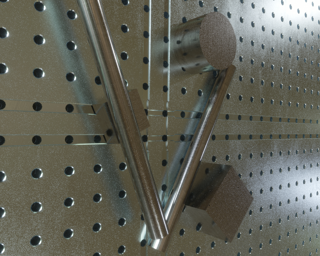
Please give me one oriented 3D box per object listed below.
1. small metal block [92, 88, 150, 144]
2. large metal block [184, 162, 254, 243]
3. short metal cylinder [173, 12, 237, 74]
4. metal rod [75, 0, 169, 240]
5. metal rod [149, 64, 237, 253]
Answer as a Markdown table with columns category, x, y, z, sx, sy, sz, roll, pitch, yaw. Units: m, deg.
| category | x | y | z | sx | sy | sz | roll | pitch | yaw |
| --- | --- | --- | --- | --- | --- | --- | --- | --- | --- |
| small metal block | -0.046 | -0.015 | 0.373 | 0.050 | 0.025 | 0.050 | -30 | 109 | -36 |
| large metal block | 0.088 | 0.111 | 0.470 | 0.080 | 0.050 | 0.080 | -52 | 121 | -27 |
| short metal cylinder | 0.066 | -0.122 | 0.451 | 0.081 | 0.050 | 0.079 | 0 | 90 | -40 |
| metal rod | -0.040 | -0.011 | 0.344 | 0.025 | 0.025 | 0.298 | -26 | 106 | -37 |
| metal rod | 0.055 | 0.031 | 0.457 | 0.025 | 0.025 | 0.300 | 38 | 67 | -34 |
